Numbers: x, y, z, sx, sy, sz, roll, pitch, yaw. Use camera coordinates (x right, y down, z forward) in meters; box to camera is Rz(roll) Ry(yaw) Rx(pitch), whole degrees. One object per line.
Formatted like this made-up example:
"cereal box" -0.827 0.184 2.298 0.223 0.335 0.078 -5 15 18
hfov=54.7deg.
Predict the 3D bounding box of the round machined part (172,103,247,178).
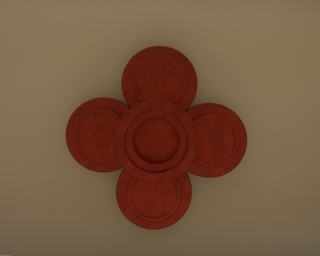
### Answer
"round machined part" 0.064 0.016 0.401 0.099 0.042 0.097 0 90 0

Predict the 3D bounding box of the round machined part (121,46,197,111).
"round machined part" -0.001 -0.058 0.400 0.099 0.042 0.097 0 90 0

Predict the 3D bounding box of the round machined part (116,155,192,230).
"round machined part" -0.008 0.083 0.401 0.099 0.042 0.097 0 88 -1

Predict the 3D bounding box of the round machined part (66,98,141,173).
"round machined part" -0.073 0.009 0.400 0.099 0.042 0.097 0 90 0

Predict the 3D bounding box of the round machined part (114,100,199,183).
"round machined part" -0.004 0.015 0.380 0.099 0.042 0.097 0 90 0
